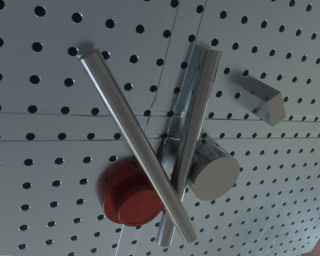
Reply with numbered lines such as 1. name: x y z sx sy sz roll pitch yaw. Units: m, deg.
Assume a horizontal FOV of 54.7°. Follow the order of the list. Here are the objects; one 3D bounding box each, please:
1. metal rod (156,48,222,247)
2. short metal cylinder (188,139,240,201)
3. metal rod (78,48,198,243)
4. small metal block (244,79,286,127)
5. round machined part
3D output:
1. metal rod: 0.036 0.040 0.435 0.025 0.025 0.298 1 112 -29
2. short metal cylinder: 0.074 0.064 0.475 0.081 0.050 0.079 -14 124 -21
3. metal rod: -0.015 0.042 0.392 0.025 0.025 0.299 -31 118 -8
4. small metal block: 0.154 -0.037 0.456 0.025 0.050 0.050 -35 129 -5
5. round machined part: -0.033 0.102 0.445 0.099 0.042 0.097 -14 124 -21
